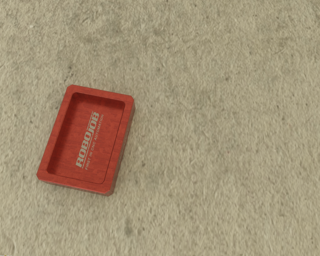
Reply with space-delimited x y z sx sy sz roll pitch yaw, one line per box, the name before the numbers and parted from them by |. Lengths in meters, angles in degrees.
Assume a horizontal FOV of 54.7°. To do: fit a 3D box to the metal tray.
metal tray | -0.091 0.014 0.399 0.090 0.030 0.130 11 70 3
